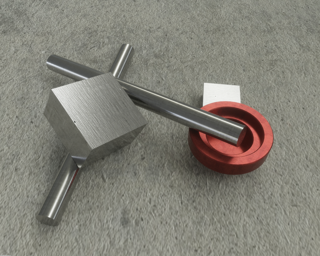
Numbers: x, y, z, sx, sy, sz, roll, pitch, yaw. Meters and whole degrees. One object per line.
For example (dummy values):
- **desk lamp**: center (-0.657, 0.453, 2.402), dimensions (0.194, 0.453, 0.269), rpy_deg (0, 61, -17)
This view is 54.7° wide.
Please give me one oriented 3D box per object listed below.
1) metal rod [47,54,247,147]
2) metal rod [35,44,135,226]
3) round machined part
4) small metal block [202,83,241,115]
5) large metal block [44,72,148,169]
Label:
- **metal rod**: center (-0.036, -0.044, 0.398), dimensions (0.300, 0.025, 0.025), rpy_deg (24, 54, 26)
- **metal rod**: center (-0.085, -0.016, 0.415), dimensions (0.025, 0.025, 0.300), rpy_deg (10, 50, 7)
- **round machined part**: center (0.084, 0.016, 0.380), dimensions (0.099, 0.042, 0.098), rpy_deg (0, 50, 0)
- **small metal block**: center (0.085, -0.035, 0.434), dimensions (0.050, 0.025, 0.050), rpy_deg (6, 50, 4)
- **large metal block**: center (-0.076, -0.011, 0.366), dimensions (0.081, 0.050, 0.080), rpy_deg (-27, 76, -40)
